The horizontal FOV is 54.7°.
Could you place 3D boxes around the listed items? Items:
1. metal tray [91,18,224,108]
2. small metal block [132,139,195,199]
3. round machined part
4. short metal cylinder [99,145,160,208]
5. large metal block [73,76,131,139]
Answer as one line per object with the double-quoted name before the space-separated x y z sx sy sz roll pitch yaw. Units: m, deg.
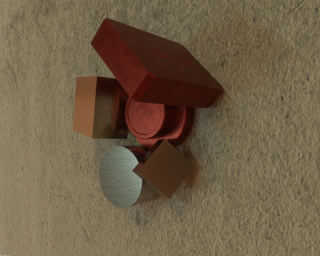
"metal tray" 0.002 -0.065 0.333 0.030 0.131 0.090 -52 60 27
"small metal block" 0.004 0.048 0.371 0.050 0.050 0.025 43 163 -11
"round machined part" -0.007 -0.020 0.400 0.098 0.042 0.097 0 90 39
"short metal cylinder" -0.036 0.063 0.418 0.080 0.050 0.079 0 90 39
"large metal block" -0.084 -0.030 0.441 0.080 0.050 0.079 13 99 56
